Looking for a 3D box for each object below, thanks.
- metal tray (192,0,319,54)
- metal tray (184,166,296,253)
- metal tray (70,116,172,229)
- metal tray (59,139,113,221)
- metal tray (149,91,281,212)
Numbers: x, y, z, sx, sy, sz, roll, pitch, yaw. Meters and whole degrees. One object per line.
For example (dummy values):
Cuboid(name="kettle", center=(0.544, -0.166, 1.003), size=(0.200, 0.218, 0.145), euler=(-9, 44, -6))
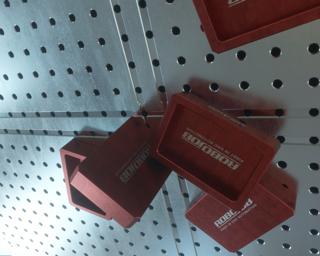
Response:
Cuboid(name="metal tray", center=(0.095, -0.131, 0.276), size=(0.130, 0.030, 0.090), euler=(-13, 112, 33))
Cuboid(name="metal tray", center=(0.104, 0.107, 0.420), size=(0.090, 0.030, 0.129), euler=(37, 129, 3))
Cuboid(name="metal tray", center=(-0.037, 0.049, 0.394), size=(0.090, 0.131, 0.030), euler=(40, 129, 1))
Cuboid(name="metal tray", center=(-0.116, 0.089, 0.525), size=(0.090, 0.030, 0.129), euler=(15, 125, 19))
Cuboid(name="metal tray", center=(0.059, 0.024, 0.364), size=(0.130, 0.030, 0.089), euler=(32, 116, 21))
